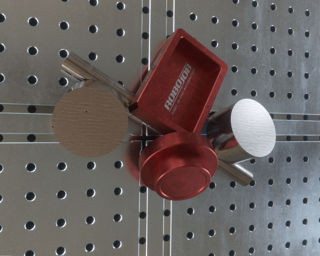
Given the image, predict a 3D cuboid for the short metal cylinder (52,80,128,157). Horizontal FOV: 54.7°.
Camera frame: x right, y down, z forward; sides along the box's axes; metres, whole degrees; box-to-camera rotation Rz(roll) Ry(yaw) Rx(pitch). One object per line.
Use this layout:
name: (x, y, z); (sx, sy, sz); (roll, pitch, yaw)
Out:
short metal cylinder: (-0.079, -0.012, 0.358); (0.081, 0.050, 0.079); (-3, 107, -9)

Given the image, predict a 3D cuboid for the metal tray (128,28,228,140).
metal tray: (0.028, -0.054, 0.404); (0.090, 0.030, 0.130); (34, 66, -17)

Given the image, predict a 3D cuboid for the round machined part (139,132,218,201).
round machined part: (0.025, 0.054, 0.384); (0.099, 0.042, 0.097); (-6, 134, -7)

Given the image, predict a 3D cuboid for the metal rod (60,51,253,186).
metal rod: (0.008, -0.003, 0.415); (0.301, 0.025, 0.025); (33, 79, -17)

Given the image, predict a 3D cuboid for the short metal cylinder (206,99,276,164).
short metal cylinder: (0.112, 0.006, 0.428); (0.081, 0.050, 0.080); (11, 68, -28)
